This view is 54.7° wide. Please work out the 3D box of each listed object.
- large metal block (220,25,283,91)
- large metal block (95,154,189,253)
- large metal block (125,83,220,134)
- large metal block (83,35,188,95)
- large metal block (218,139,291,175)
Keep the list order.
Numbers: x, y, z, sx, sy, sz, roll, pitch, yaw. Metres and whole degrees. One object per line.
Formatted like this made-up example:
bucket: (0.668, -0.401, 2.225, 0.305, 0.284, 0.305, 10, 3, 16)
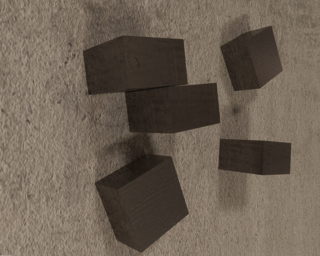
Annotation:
large metal block: (0.156, -0.117, 0.522, 0.081, 0.050, 0.080, -35, 112, -35)
large metal block: (-0.020, 0.086, 0.374, 0.081, 0.050, 0.080, -28, 108, -37)
large metal block: (0.015, -0.025, 0.384, 0.081, 0.080, 0.050, -11, 98, -40)
large metal block: (-0.028, -0.068, 0.347, 0.081, 0.080, 0.050, -11, 97, -40)
large metal block: (0.153, 0.046, 0.500, 0.081, 0.080, 0.050, 6, 87, -40)
